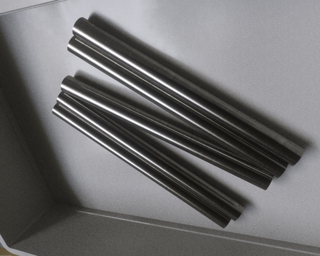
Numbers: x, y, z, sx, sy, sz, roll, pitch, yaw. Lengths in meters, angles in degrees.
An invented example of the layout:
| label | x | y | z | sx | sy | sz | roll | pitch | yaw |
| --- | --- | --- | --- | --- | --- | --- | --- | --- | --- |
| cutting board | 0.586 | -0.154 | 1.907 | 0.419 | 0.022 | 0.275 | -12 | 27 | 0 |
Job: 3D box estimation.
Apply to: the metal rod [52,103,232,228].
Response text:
| label | x | y | z | sx | sy | sz | roll | pitch | yaw |
| --- | --- | --- | --- | --- | --- | --- | --- | --- | --- |
| metal rod | -0.029 | 0.050 | 0.453 | 0.301 | 0.025 | 0.025 | 33 | 129 | 6 |

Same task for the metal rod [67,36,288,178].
| label | x | y | z | sx | sy | sz | roll | pitch | yaw |
| --- | --- | --- | --- | --- | --- | --- | --- | --- | --- |
| metal rod | 0.016 | -0.030 | 0.380 | 0.301 | 0.025 | 0.025 | 32 | 129 | 7 |

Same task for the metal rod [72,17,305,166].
| label | x | y | z | sx | sy | sz | roll | pitch | yaw |
| --- | --- | --- | --- | --- | --- | --- | --- | --- | --- |
| metal rod | 0.027 | -0.047 | 0.364 | 0.301 | 0.025 | 0.025 | 32 | 129 | 7 |

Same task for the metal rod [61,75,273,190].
| label | x | y | z | sx | sy | sz | roll | pitch | yaw |
| --- | --- | --- | --- | --- | --- | --- | --- | --- | --- |
| metal rod | 0.001 | 0.001 | 0.407 | 0.301 | 0.025 | 0.025 | 26 | 128 | 12 |

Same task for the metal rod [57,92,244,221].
| label | x | y | z | sx | sy | sz | roll | pitch | yaw |
| --- | --- | --- | --- | --- | --- | --- | --- | --- | --- |
| metal rod | -0.017 | 0.035 | 0.438 | 0.301 | 0.025 | 0.025 | 33 | 129 | 6 |
